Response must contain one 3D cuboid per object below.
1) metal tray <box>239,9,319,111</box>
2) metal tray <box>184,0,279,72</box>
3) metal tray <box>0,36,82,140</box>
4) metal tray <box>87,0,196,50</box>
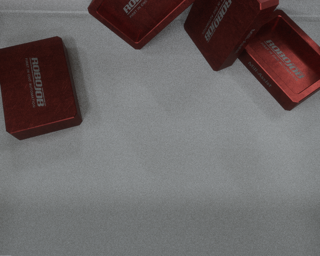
[{"bbox_3d":[0.178,-0.100,0.445,0.090,0.030,0.130,-33,74,-12],"label":"metal tray"},{"bbox_3d":[0.084,-0.147,0.404,0.030,0.129,0.090,-25,75,-24],"label":"metal tray"},{"bbox_3d":[-0.166,-0.057,0.426,0.091,0.030,0.130,-15,71,-6],"label":"metal tray"},{"bbox_3d":[-0.021,-0.170,0.400,0.090,0.130,0.030,34,48,-26],"label":"metal tray"}]
